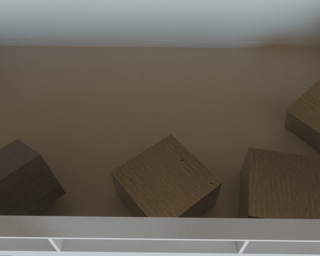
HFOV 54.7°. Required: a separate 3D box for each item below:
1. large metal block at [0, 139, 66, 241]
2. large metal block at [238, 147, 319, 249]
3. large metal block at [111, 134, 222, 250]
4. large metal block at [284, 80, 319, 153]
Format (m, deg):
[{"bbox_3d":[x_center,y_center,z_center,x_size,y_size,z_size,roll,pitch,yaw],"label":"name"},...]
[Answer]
[{"bbox_3d":[-0.157,0.061,0.315,0.080,0.050,0.080,-37,30,-27],"label":"large metal block"},{"bbox_3d":[0.130,0.073,0.328,0.080,0.050,0.080,8,51,7],"label":"large metal block"},{"bbox_3d":[0.006,0.066,0.333,0.081,0.050,0.080,-32,57,-24],"label":"large metal block"},{"bbox_3d":[0.217,-0.014,0.385,0.080,0.050,0.080,-42,59,-5],"label":"large metal block"}]
